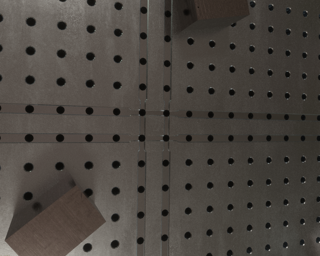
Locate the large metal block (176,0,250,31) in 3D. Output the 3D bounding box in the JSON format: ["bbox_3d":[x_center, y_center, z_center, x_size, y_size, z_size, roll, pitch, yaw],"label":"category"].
[{"bbox_3d":[0.068,-0.184,0.426,0.081,0.050,0.079,-13,95,-20],"label":"large metal block"}]

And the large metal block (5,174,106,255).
[{"bbox_3d":[-0.114,0.101,0.342,0.080,0.080,0.050,-38,103,-16],"label":"large metal block"}]
